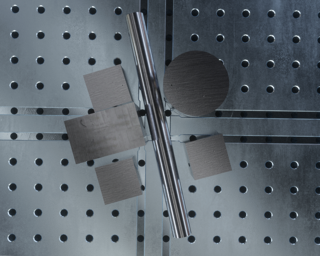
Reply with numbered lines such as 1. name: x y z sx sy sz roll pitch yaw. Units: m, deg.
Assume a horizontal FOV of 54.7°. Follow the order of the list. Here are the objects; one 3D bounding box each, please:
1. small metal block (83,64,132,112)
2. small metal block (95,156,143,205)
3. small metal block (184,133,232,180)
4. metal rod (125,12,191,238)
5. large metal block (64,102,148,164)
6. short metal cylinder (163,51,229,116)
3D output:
1. small metal block: -0.068 -0.052 0.412 0.050 0.025 0.050 -17 90 -1
2. small metal block: -0.054 0.069 0.413 0.050 0.025 0.050 -16 90 -1
3. small metal block: 0.063 0.037 0.414 0.050 0.025 0.050 -15 90 -1
4. metal rod: -0.002 -0.004 0.413 0.025 0.025 0.298 -12 90 0
5. large metal block: -0.061 0.005 0.384 0.080 0.080 0.050 -15 90 0
6. short metal cylinder: 0.044 -0.055 0.401 0.081 0.050 0.079 0 90 -1
